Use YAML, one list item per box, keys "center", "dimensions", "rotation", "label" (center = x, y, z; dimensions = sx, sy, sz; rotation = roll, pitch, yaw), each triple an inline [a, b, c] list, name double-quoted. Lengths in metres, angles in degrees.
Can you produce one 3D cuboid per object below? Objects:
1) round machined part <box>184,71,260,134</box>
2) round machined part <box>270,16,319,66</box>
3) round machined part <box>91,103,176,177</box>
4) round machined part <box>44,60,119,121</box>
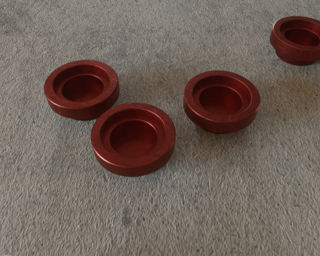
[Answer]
- center: [0.080, -0.030, 0.418]
  dimensions: [0.099, 0.042, 0.098]
  rotation: [0, 50, 0]
  label: "round machined part"
- center: [0.231, -0.140, 0.511]
  dimensions: [0.099, 0.042, 0.098]
  rotation: [0, 50, 0]
  label: "round machined part"
- center: [-0.031, 0.018, 0.377]
  dimensions: [0.099, 0.042, 0.098]
  rotation: [0, 50, 0]
  label: "round machined part"
- center: [-0.105, -0.048, 0.432]
  dimensions: [0.099, 0.042, 0.098]
  rotation: [0, 50, 0]
  label: "round machined part"
